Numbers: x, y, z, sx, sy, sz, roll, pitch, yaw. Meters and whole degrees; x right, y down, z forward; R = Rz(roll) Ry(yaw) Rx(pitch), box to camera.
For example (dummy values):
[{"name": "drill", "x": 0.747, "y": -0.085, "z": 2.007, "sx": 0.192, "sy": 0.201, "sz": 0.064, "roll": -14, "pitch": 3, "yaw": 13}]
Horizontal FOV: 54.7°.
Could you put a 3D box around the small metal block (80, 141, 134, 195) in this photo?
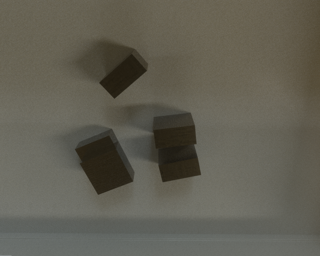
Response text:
[{"name": "small metal block", "x": -0.067, "y": 0.052, "z": 0.403, "sx": 0.050, "sy": 0.025, "sz": 0.050, "roll": -22, "pitch": 109, "yaw": 7}]

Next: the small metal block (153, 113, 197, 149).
[{"name": "small metal block", "x": 0.018, "y": 0.002, "z": 0.399, "sx": 0.050, "sy": 0.050, "sz": 0.025, "roll": -7, "pitch": 110, "yaw": 2}]

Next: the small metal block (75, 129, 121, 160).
[{"name": "small metal block", "x": -0.079, "y": 0.036, "z": 0.424, "sx": 0.050, "sy": 0.025, "sz": 0.050, "roll": -22, "pitch": 109, "yaw": 7}]

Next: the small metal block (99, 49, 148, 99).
[{"name": "small metal block", "x": -0.042, "y": -0.066, "z": 0.373, "sx": 0.050, "sy": 0.050, "sz": 0.025, "roll": -39, "pitch": 106, "yaw": 13}]

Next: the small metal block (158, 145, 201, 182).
[{"name": "small metal block", "x": 0.025, "y": 0.045, "z": 0.415, "sx": 0.050, "sy": 0.050, "sz": 0.025, "roll": -11, "pitch": 110, "yaw": 4}]
